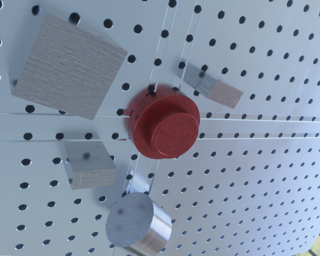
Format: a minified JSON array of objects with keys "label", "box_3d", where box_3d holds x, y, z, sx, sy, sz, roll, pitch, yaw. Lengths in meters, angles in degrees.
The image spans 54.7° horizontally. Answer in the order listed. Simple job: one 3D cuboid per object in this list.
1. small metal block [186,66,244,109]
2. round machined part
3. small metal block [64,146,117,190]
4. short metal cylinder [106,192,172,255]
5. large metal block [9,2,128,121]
[{"label":"small metal block","box_3d":[0.071,-0.053,0.403,0.050,0.050,0.025,16,110,-35]},{"label":"round machined part","box_3d":[0.011,0.002,0.409,0.099,0.042,0.097,-14,125,-21]},{"label":"small metal block","box_3d":[-0.086,0.047,0.378,0.050,0.050,0.025,-2,120,-28]},{"label":"short metal cylinder","box_3d":[-0.030,0.140,0.447,0.080,0.080,0.050,-41,130,-1]},{"label":"large metal block","box_3d":[-0.092,-0.063,0.307,0.080,0.050,0.080,19,108,-36]}]
